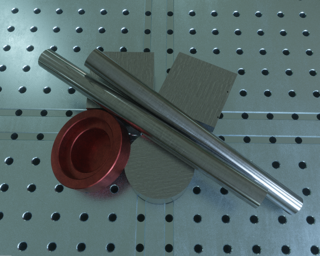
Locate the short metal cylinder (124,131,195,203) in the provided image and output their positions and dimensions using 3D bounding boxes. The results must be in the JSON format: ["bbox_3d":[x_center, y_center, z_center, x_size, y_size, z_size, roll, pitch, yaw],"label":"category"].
[{"bbox_3d":[0.000,0.049,0.376,0.081,0.050,0.080,0,70,0],"label":"short metal cylinder"}]

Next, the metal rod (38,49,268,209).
[{"bbox_3d":[-0.016,-0.005,0.355,0.301,0.025,0.025,33,73,10],"label":"metal rod"}]

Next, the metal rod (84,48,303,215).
[{"bbox_3d":[0.042,0.006,0.366,0.301,0.025,0.025,36,73,-3],"label":"metal rod"}]

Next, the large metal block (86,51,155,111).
[{"bbox_3d":[-0.048,-0.053,0.410,0.081,0.050,0.080,1,70,0],"label":"large metal block"}]

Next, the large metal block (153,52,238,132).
[{"bbox_3d":[0.045,-0.042,0.409,0.080,0.050,0.080,23,72,8],"label":"large metal block"}]

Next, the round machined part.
[{"bbox_3d":[-0.079,0.030,0.375,0.098,0.042,0.098,-10,65,21],"label":"round machined part"}]
